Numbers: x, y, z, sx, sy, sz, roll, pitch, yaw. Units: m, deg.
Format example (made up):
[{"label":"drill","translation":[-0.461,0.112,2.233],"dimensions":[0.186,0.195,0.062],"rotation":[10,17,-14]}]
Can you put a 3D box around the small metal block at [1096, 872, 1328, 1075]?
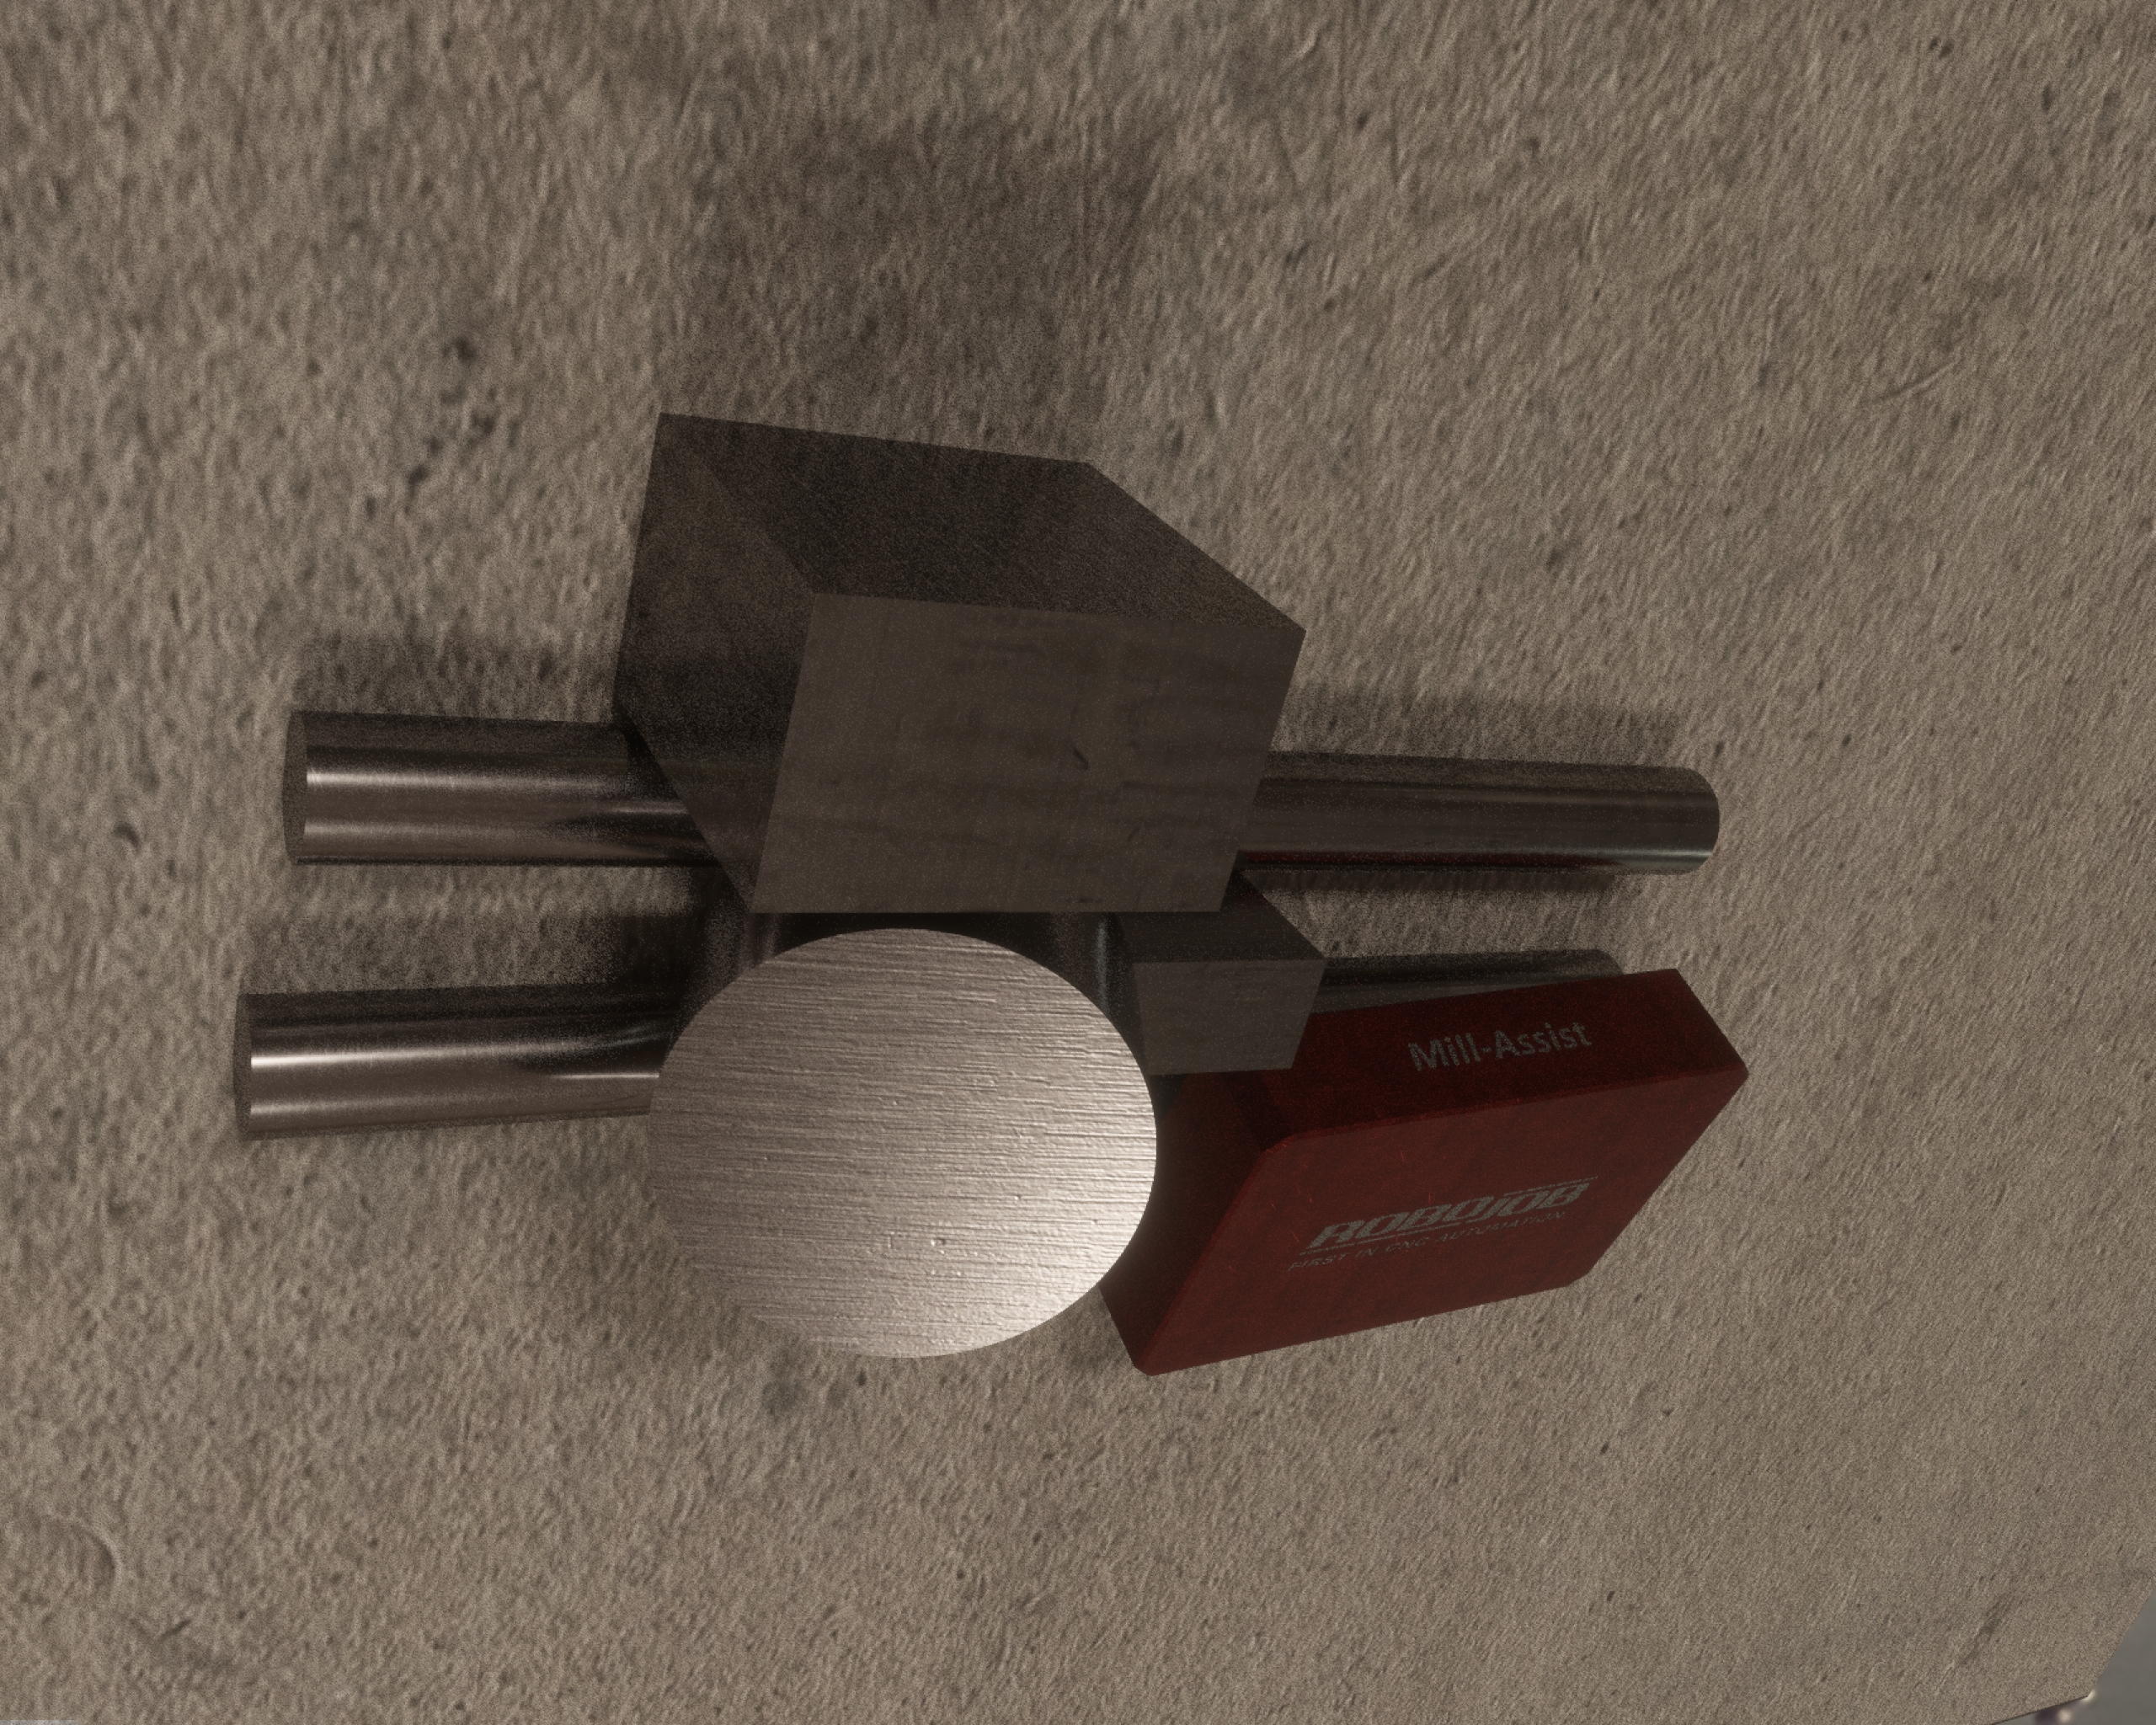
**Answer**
[{"label":"small metal block","translation":[0.012,0.017,0.411],"dimensions":[0.050,0.050,0.025],"rotation":[1,118,-29]}]

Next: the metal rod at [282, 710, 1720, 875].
[{"label":"metal rod","translation":[0.007,-0.011,0.407],"dimensions":[0.303,0.025,0.025],"rotation":[1,118,-29]}]

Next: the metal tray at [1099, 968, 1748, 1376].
[{"label":"metal tray","translation":[0.077,0.070,0.474],"dimensions":[0.131,0.030,0.089],"rotation":[-5,138,-28]}]

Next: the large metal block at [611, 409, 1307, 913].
[{"label":"large metal block","translation":[-0.023,-0.033,0.342],"dimensions":[0.081,0.080,0.050],"rotation":[1,118,-29]}]

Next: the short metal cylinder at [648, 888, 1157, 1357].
[{"label":"short metal cylinder","translation":[-0.029,0.036,0.354],"dimensions":[0.081,0.050,0.079],"rotation":[-1,114,-2]}]

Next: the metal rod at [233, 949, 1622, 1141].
[{"label":"metal rod","translation":[-0.009,0.034,0.426],"dimensions":[0.303,0.025,0.025],"rotation":[0,119,-29]}]
